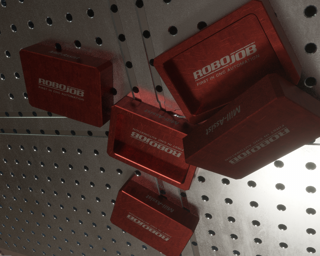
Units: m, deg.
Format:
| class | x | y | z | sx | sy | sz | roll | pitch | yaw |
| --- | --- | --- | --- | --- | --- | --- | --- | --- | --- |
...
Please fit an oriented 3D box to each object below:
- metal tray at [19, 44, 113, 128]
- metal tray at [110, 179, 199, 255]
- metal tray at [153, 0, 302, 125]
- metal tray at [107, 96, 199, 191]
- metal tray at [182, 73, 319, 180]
| class | x | y | z | sx | sy | sz | roll | pitch | yaw |
| --- | --- | --- | --- | --- | --- | --- | --- | --- | --- |
| metal tray | -0.130 | -0.060 | 0.437 | 0.130 | 0.030 | 0.089 | 16 | 125 | 18 |
| metal tray | -0.012 | 0.151 | 0.506 | 0.130 | 0.030 | 0.089 | 27 | 128 | 10 |
| metal tray | 0.068 | -0.066 | 0.330 | 0.130 | 0.030 | 0.090 | -23 | 107 | 36 |
| metal tray | -0.006 | 0.021 | 0.422 | 0.130 | 0.030 | 0.089 | 23 | 127 | 14 |
| metal tray | 0.098 | 0.007 | 0.330 | 0.091 | 0.030 | 0.129 | 21 | 137 | -31 |
